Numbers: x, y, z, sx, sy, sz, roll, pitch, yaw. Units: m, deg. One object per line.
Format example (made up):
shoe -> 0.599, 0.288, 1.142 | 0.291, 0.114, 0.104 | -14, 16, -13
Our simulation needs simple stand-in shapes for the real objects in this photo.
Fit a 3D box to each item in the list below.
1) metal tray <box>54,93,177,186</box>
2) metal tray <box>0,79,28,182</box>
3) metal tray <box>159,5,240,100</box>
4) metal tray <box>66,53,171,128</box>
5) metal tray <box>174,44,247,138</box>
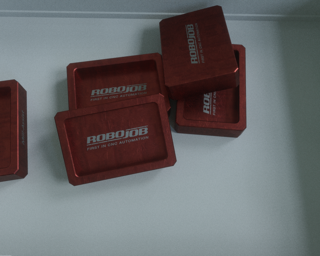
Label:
metal tray -> -0.052, 0.013, 0.381 | 0.131, 0.030, 0.089 | -11, 95, -3
metal tray -> -0.224, 0.006, 0.402 | 0.091, 0.030, 0.129 | -8, 70, -4
metal tray -> 0.049, -0.104, 0.418 | 0.090, 0.030, 0.130 | -11, 56, 11
metal tray -> -0.056, -0.050, 0.424 | 0.131, 0.030, 0.090 | -8, 70, -4
metal tray -> 0.070, -0.055, 0.427 | 0.091, 0.030, 0.130 | 5, 70, 1
